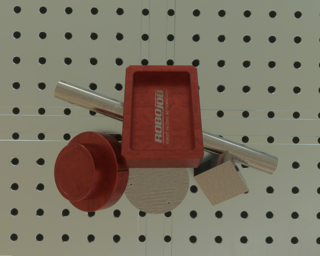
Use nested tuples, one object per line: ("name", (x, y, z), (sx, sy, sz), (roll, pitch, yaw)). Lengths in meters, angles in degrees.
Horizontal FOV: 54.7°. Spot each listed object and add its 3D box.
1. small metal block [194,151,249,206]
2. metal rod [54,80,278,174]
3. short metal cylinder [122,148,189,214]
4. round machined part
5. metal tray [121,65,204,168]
("small metal block", (0.078, 0.065, 0.399), (0.050, 0.025, 0.050), (-28, 106, 16))
("metal rod", (0.008, -0.001, 0.410), (0.301, 0.025, 0.025), (20, 90, 0))
("short metal cylinder", (-0.005, 0.064, 0.397), (0.081, 0.050, 0.079), (0, 90, 0))
("round machined part", (-0.090, 0.053, 0.377), (0.098, 0.042, 0.097), (-3, 84, 32))
("metal tray", (0.002, -0.017, 0.378), (0.091, 0.030, 0.130), (0, 61, -1))
